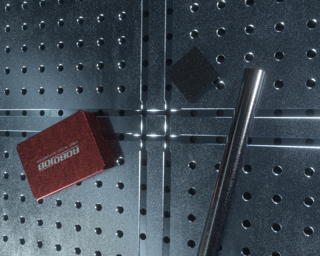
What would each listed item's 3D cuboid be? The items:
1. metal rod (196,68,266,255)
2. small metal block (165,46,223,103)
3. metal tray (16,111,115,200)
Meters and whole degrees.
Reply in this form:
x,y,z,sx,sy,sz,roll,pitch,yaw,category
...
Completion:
x,y,z,sx,sy,sz,roll,pitch,yaw,category
0.080,0.076,0.384,0.025,0.025,0.298,15,95,19,metal rod
0.044,-0.067,0.397,0.050,0.025,0.050,-40,78,15,small metal block
-0.142,0.041,0.458,0.130,0.030,0.090,-26,82,17,metal tray
